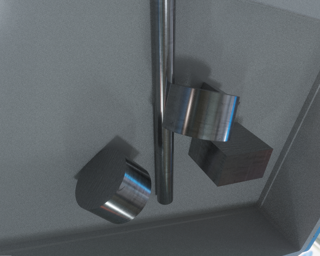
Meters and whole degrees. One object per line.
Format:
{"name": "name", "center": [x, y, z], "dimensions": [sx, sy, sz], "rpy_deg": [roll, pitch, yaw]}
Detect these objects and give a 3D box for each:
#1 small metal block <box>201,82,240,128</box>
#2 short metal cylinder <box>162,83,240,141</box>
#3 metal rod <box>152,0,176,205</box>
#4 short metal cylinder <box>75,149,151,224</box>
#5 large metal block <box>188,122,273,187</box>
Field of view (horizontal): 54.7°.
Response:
{"name": "small metal block", "center": [0.071, -0.027, 0.416], "dimensions": [0.025, 0.050, 0.050], "rpy_deg": [14, 111, -39]}
{"name": "short metal cylinder", "center": [0.047, -0.019, 0.358], "dimensions": [0.081, 0.080, 0.050], "rpy_deg": [5, 101, -31]}
{"name": "metal rod", "center": [0.006, -0.015, 0.404], "dimensions": [0.025, 0.025, 0.298], "rpy_deg": [-15, 125, -21]}
{"name": "short metal cylinder", "center": [-0.058, 0.073, 0.388], "dimensions": [0.080, 0.080, 0.050], "rpy_deg": [-44, 130, 2]}
{"name": "large metal block", "center": [0.100, 0.035, 0.451], "dimensions": [0.081, 0.080, 0.050], "rpy_deg": [-5, 121, -26]}
